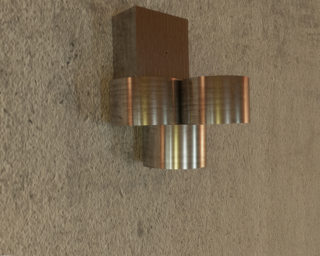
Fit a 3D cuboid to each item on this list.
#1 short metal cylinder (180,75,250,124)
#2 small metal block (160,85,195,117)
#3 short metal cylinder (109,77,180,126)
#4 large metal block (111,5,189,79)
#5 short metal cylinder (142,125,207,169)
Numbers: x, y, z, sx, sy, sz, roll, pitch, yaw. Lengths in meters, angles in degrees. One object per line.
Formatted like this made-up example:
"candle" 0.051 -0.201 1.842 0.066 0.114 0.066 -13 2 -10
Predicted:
"short metal cylinder" 0.062 -0.030 0.358 0.081 0.080 0.050 -3 92 -40
"small metal block" 0.022 -0.030 0.411 0.025 0.050 0.050 1 89 -40
"short metal cylinder" -0.017 -0.029 0.356 0.081 0.080 0.050 -3 92 -40
"large metal block" -0.011 -0.095 0.381 0.081 0.050 0.079 -2 92 -40
"short metal cylinder" 0.018 0.021 0.386 0.081 0.080 0.050 -1 91 -40
